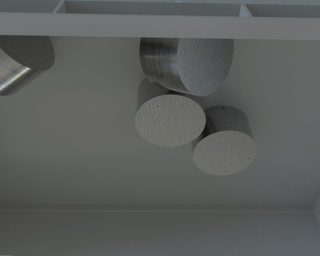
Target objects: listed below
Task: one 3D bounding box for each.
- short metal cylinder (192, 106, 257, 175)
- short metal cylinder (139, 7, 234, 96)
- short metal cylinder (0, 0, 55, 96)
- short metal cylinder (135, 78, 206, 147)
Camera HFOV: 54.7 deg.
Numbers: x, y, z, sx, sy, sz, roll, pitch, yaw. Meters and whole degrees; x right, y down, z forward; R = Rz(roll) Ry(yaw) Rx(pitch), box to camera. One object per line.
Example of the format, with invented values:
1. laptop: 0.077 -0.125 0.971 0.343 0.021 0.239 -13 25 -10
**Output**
1. short metal cylinder: 0.082 0.017 0.409 0.081 0.050 0.079 0 130 0
2. short metal cylinder: 0.027 -0.074 0.302 0.050 0.080 0.080 19 147 45
3. short metal cylinder: -0.153 -0.079 0.304 0.050 0.080 0.080 -28 125 22
4. short metal cylinder: 0.012 -0.023 0.371 0.081 0.050 0.079 0 133 0
